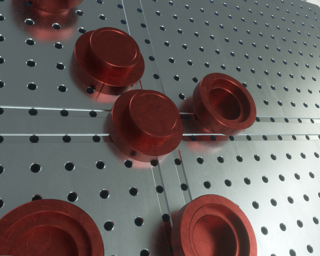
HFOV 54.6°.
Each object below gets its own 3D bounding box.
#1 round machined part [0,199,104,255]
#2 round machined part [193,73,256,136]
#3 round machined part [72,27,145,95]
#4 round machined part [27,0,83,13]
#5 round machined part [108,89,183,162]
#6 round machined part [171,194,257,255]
[{"bbox_3d":[-0.102,0.116,0.271,0.099,0.042,0.098,13,56,-21],"label":"round machined part"},{"bbox_3d":[0.092,-0.031,0.465,0.099,0.042,0.098,13,56,-21],"label":"round machined part"},{"bbox_3d":[-0.066,-0.097,0.421,0.099,0.042,0.098,13,56,-21],"label":"round machined part"},{"bbox_3d":[-0.155,-0.203,0.437,0.099,0.042,0.098,13,56,-21],"label":"round machined part"},{"bbox_3d":[-0.013,-0.010,0.396,0.099,0.042,0.098,13,56,-21],"label":"round machined part"},{"bbox_3d":[0.056,0.128,0.349,0.099,0.042,0.098,13,56,-21],"label":"round machined part"}]
